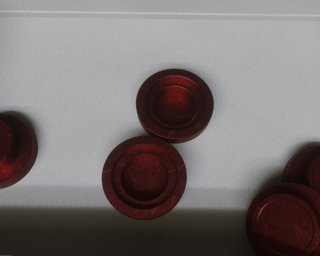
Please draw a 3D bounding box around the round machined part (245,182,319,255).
[{"bbox_3d":[0.140,0.108,0.337,0.098,0.042,0.098,-13,65,32],"label":"round machined part"}]

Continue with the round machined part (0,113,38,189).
[{"bbox_3d":[-0.211,0.026,0.390,0.099,0.042,0.098,0,70,0],"label":"round machined part"}]

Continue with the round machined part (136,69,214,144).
[{"bbox_3d":[0.019,-0.026,0.410,0.099,0.042,0.098,0,70,0],"label":"round machined part"}]

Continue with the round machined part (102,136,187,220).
[{"bbox_3d":[-0.018,0.062,0.378,0.099,0.042,0.098,0,70,0],"label":"round machined part"}]

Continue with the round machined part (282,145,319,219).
[{"bbox_3d":[0.205,0.068,0.377,0.099,0.042,0.098,0,70,0],"label":"round machined part"}]
